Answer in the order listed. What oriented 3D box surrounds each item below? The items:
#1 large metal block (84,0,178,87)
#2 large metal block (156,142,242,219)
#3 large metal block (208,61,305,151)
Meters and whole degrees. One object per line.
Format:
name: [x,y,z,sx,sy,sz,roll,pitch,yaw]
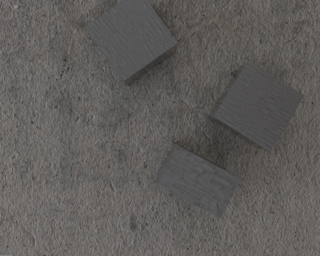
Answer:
large metal block: [-0.035,-0.112,0.397,0.080,0.050,0.080,-36,90,0]
large metal block: [0.043,0.060,0.383,0.080,0.080,0.050,28,90,0]
large metal block: [0.119,-0.027,0.398,0.080,0.050,0.080,32,90,0]
